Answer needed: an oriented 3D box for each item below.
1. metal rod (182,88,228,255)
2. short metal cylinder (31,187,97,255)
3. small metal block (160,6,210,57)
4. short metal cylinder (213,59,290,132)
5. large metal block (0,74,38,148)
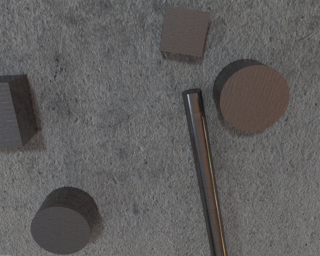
[{"bbox_3d":[0.070,0.090,0.443,0.025,0.025,0.298,-11,110,4],"label":"metal rod"},{"bbox_3d":[-0.135,0.132,0.444,0.081,0.050,0.079,0,110,0],"label":"short metal cylinder"},{"bbox_3d":[0.028,-0.115,0.368,0.050,0.025,0.050,8,110,-3],"label":"small metal block"},{"bbox_3d":[0.110,-0.042,0.382,0.081,0.050,0.079,0,110,0],"label":"short metal cylinder"},{"bbox_3d":[-0.209,-0.021,0.387,0.080,0.050,0.079,-3,110,1],"label":"large metal block"}]
